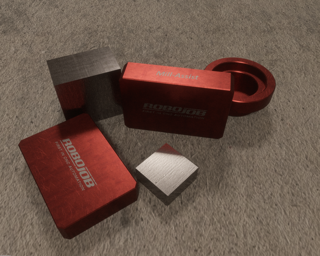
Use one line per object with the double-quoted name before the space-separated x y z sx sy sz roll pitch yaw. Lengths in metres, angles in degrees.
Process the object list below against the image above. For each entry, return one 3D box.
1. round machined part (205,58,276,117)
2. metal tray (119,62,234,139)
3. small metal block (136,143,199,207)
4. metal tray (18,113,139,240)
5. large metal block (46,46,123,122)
"round machined part" 0.107 -0.054 0.437 0.099 0.042 0.098 1 47 -1
"metal tray" 0.020 -0.032 0.387 0.131 0.089 0.030 7 51 5
"small metal block" 0.008 0.053 0.359 0.050 0.025 0.050 37 59 26
"metal tray" -0.095 0.048 0.358 0.091 0.030 0.130 -27 55 -21
"large metal block" -0.095 -0.053 0.410 0.081 0.080 0.050 -18 53 -15
